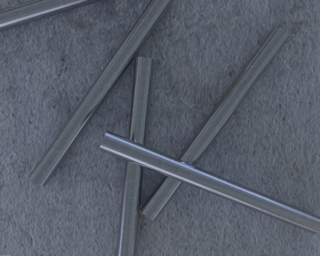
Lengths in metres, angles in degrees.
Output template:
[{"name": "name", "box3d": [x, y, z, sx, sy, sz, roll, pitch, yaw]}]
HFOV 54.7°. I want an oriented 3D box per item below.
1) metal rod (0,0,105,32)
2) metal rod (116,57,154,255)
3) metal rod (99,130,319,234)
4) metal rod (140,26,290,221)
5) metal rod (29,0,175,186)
[{"name": "metal rod", "box3d": [-0.129, -0.166, 0.408, 0.302, 0.025, 0.025, -17, 90, -1]}, {"name": "metal rod", "box3d": [-0.034, 0.057, 0.409, 0.025, 0.025, 0.298, 6, 90, -1]}, {"name": "metal rod", "box3d": [0.070, 0.071, 0.390, 0.302, 0.025, 0.025, 23, 90, -9]}, {"name": "metal rod", "box3d": [0.073, -0.006, 0.410, 0.025, 0.025, 0.299, 36, 90, -1]}, {"name": "metal rod", "box3d": [-0.076, -0.054, 0.408, 0.025, 0.025, 0.299, 35, 90, -1]}]
